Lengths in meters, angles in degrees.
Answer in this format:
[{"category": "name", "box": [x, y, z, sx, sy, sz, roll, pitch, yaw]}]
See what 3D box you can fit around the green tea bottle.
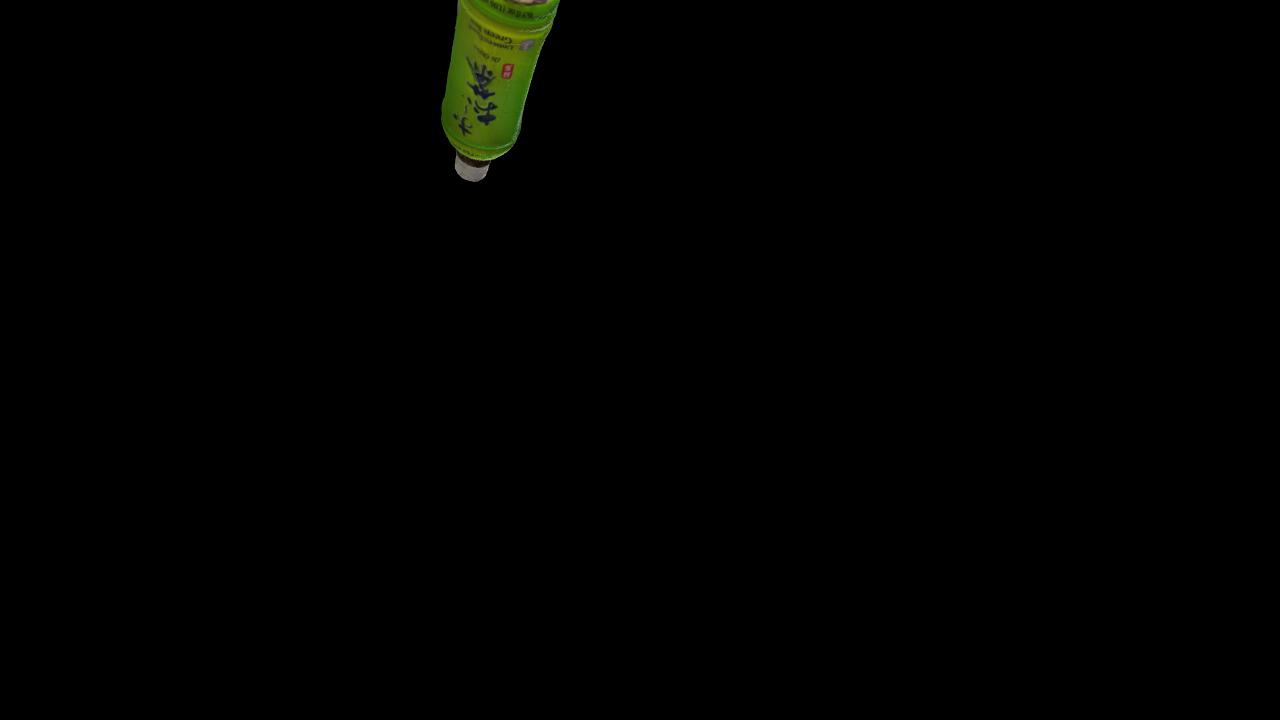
[{"category": "green tea bottle", "box": [-0.123, -0.226, 0.506, 0.073, 0.073, 0.212, 0, -25, -22]}]
